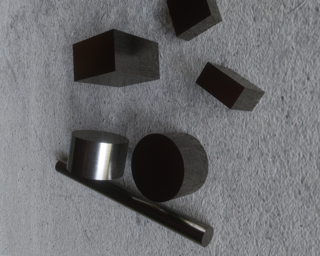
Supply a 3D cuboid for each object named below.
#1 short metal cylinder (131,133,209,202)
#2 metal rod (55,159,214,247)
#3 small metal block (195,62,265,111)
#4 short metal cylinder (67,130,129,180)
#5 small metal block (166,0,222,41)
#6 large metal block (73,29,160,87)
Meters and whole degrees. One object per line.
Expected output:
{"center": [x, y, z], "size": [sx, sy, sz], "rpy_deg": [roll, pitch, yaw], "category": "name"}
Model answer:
{"center": [0.011, 0.046, 0.378], "size": [0.080, 0.050, 0.079], "rpy_deg": [0, 90, 39], "category": "short metal cylinder"}
{"center": [-0.059, 0.096, 0.450], "size": [0.300, 0.025, 0.025], "rpy_deg": [15, 99, 38], "category": "metal rod"}
{"center": [0.074, -0.043, 0.326], "size": [0.050, 0.050, 0.025], "rpy_deg": [44, 116, 31], "category": "small metal block"}
{"center": [-0.087, 0.036, 0.439], "size": [0.080, 0.081, 0.050], "rpy_deg": [17, 101, 38], "category": "short metal cylinder"}
{"center": [0.040, -0.141, 0.370], "size": [0.050, 0.025, 0.050], "rpy_deg": [-23, 76, 37], "category": "small metal block"}
{"center": [-0.058, -0.088, 0.415], "size": [0.080, 0.081, 0.050], "rpy_deg": [-4, 87, 39], "category": "large metal block"}
